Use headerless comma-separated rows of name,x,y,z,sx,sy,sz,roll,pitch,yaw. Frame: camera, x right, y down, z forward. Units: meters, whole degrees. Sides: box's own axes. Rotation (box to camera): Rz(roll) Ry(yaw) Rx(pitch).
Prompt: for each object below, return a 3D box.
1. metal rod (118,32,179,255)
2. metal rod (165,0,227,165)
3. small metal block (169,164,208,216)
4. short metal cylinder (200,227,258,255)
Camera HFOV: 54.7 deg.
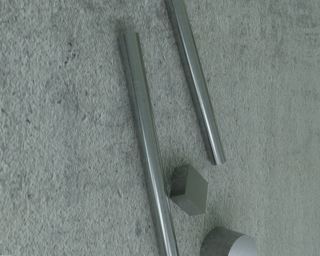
metal rod,-0.012,0.032,0.396,0.025,0.025,0.298,-17,101,-39
metal rod,0.048,-0.085,0.447,0.025,0.025,0.298,-29,108,-37
small metal block,0.041,0.086,0.431,0.050,0.025,0.050,47,39,-30
short metal cylinder,0.107,0.200,0.482,0.081,0.050,0.079,0,90,-40
